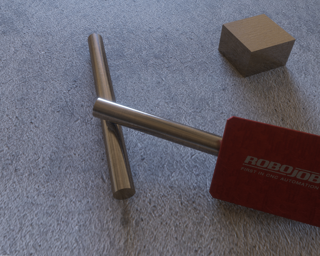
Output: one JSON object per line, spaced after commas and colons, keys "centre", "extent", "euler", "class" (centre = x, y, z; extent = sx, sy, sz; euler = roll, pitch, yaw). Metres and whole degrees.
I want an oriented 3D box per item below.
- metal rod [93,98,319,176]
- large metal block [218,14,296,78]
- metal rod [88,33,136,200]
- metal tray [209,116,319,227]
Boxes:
{"centre": [0.064, 0.020, 0.369], "extent": [0.301, 0.025, 0.025], "euler": [18, 52, 7], "class": "metal rod"}
{"centre": [0.153, -0.135, 0.502], "extent": [0.081, 0.050, 0.080], "euler": [-19, 53, -15], "class": "large metal block"}
{"centre": [-0.075, -0.039, 0.434], "extent": [0.025, 0.025, 0.300], "euler": [-10, 51, -9], "class": "metal rod"}
{"centre": [0.127, 0.045, 0.329], "extent": [0.131, 0.030, 0.089], "euler": [14, 94, 11], "class": "metal tray"}
